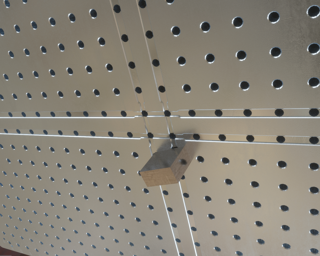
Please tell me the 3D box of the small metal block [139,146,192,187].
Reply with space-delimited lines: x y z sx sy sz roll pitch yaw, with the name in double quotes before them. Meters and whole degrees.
"small metal block" 0.008 0.053 0.424 0.050 0.050 0.025 -14 111 34
